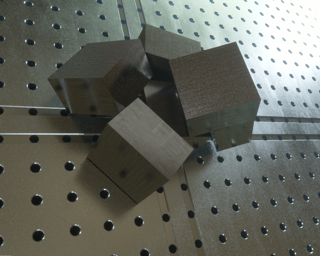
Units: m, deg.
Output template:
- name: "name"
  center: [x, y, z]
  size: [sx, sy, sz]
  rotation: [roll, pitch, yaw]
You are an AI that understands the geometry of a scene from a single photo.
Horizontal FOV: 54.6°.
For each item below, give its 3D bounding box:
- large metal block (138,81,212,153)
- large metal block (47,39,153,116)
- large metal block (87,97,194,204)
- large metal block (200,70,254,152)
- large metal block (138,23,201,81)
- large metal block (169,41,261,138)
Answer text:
- name: "large metal block"
  center: [0.011, -0.013, 0.405]
  size: [0.081, 0.050, 0.080]
  rotation: [1, 61, -28]
- name: "large metal block"
  center: [-0.067, -0.060, 0.365]
  size: [0.080, 0.080, 0.050]
  rotation: [-58, 140, -39]
- name: "large metal block"
  center: [-0.024, 0.027, 0.341]
  size: [0.080, 0.080, 0.050]
  rotation: [43, 50, 1]
- name: "large metal block"
  center: [0.088, -0.023, 0.423]
  size: [0.050, 0.080, 0.080]
  rotation: [-17, 65, 6]
- name: "large metal block"
  center: [0.002, -0.085, 0.426]
  size: [0.081, 0.080, 0.050]
  rotation: [12, 57, -21]
- name: "large metal block"
  center: [0.061, -0.044, 0.362]
  size: [0.080, 0.050, 0.080]
  rotation: [-15, 64, 2]
